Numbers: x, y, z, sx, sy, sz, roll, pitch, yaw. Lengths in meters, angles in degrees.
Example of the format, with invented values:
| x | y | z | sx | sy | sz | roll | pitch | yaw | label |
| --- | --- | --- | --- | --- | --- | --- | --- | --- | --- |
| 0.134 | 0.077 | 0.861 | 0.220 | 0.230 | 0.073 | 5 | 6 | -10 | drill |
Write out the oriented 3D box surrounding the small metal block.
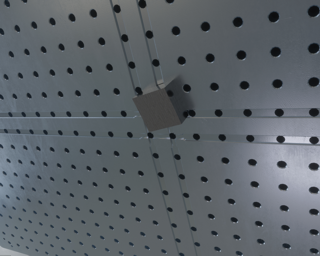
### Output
| x | y | z | sx | sy | sz | roll | pitch | yaw | label |
| --- | --- | --- | --- | --- | --- | --- | --- | --- | --- |
| 0.001 | -0.027 | 0.395 | 0.050 | 0.025 | 0.050 | -14 | 111 | 34 | small metal block |
